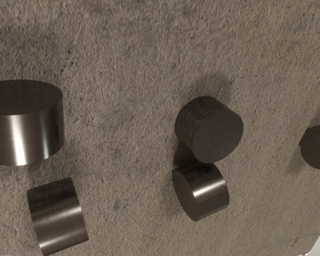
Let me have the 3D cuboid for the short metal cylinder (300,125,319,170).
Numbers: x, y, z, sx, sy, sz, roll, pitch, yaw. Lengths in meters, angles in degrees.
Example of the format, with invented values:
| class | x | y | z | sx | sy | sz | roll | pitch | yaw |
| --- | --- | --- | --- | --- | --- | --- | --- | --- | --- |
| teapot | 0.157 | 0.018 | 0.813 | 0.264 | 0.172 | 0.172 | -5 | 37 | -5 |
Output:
| class | x | y | z | sx | sy | sz | roll | pitch | yaw |
| --- | --- | --- | --- | --- | --- | --- | --- | --- | --- |
| short metal cylinder | 0.308 | 0.035 | 0.565 | 0.050 | 0.080 | 0.079 | 3 | 117 | -30 |

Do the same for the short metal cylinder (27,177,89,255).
| class | x | y | z | sx | sy | sz | roll | pitch | yaw |
| --- | --- | --- | --- | --- | --- | --- | --- | --- | --- |
| short metal cylinder | -0.122 | 0.104 | 0.370 | 0.050 | 0.080 | 0.079 | -16 | 125 | -20 |

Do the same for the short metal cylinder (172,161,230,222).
| class | x | y | z | sx | sy | sz | roll | pitch | yaw |
| --- | --- | --- | --- | --- | --- | --- | --- | --- | --- |
| short metal cylinder | 0.059 | 0.092 | 0.462 | 0.050 | 0.080 | 0.079 | -19 | 126 | -17 |

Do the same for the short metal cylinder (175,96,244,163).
| class | x | y | z | sx | sy | sz | roll | pitch | yaw |
| --- | --- | --- | --- | --- | --- | --- | --- | --- | --- |
| short metal cylinder | 0.068 | 0.002 | 0.431 | 0.081 | 0.050 | 0.079 | -14 | 125 | -21 |

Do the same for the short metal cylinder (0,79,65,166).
| class | x | y | z | sx | sy | sz | roll | pitch | yaw |
| --- | --- | --- | --- | --- | --- | --- | --- | --- | --- |
| short metal cylinder | -0.134 | -0.008 | 0.294 | 0.081 | 0.080 | 0.050 | -8 | 122 | -25 |
